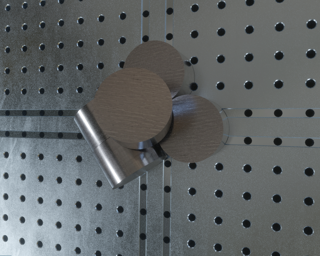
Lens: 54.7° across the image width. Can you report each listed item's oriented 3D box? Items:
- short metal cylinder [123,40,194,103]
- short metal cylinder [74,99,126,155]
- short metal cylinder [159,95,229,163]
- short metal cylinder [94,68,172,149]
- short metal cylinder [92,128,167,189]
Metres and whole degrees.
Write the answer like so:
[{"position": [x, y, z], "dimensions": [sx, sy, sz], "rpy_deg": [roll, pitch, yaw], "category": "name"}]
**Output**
[{"position": [-0.001, -0.066, 0.398], "dimensions": [0.080, 0.050, 0.079], "rpy_deg": [0, 90, 19], "category": "short metal cylinder"}, {"position": [-0.063, -0.007, 0.405], "dimensions": [0.080, 0.080, 0.050], "rpy_deg": [-35, 79, 16], "category": "short metal cylinder"}, {"position": [0.042, 0.001, 0.383], "dimensions": [0.080, 0.050, 0.079], "rpy_deg": [0, 90, 19], "category": "short metal cylinder"}, {"position": [-0.027, -0.019, 0.339], "dimensions": [0.081, 0.050, 0.080], "rpy_deg": [0, 78, 2], "category": "short metal cylinder"}, {"position": [-0.038, 0.036, 0.395], "dimensions": [0.080, 0.080, 0.050], "rpy_deg": [-35, 79, 16], "category": "short metal cylinder"}]
